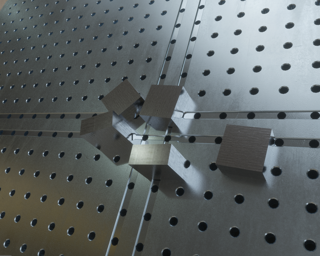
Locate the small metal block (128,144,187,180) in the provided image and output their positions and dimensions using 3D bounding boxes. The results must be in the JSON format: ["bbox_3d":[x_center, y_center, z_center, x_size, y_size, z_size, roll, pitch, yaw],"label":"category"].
[{"bbox_3d":[-0.001,0.041,0.368,0.050,0.050,0.025,-3,61,27],"label":"small metal block"}]

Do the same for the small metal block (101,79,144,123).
[{"bbox_3d":[-0.052,-0.038,0.460,0.050,0.025,0.050,-40,51,1],"label":"small metal block"}]

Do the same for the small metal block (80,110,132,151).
[{"bbox_3d":[-0.074,0.005,0.429,0.050,0.050,0.025,-16,55,19],"label":"small metal block"}]

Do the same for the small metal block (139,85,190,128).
[{"bbox_3d":[0.006,-0.031,0.425,0.050,0.025,0.050,7,65,31],"label":"small metal block"}]

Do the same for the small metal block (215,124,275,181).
[{"bbox_3d":[0.095,0.026,0.343,0.050,0.025,0.050,7,65,31],"label":"small metal block"}]
